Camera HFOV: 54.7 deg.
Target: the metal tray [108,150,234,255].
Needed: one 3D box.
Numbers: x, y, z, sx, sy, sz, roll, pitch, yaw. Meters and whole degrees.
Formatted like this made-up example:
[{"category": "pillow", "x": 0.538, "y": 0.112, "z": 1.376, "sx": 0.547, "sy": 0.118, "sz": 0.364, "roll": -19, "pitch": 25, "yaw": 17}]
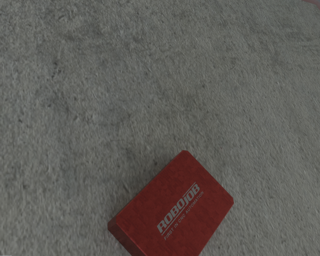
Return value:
[{"category": "metal tray", "x": 0.018, "y": 0.096, "z": 0.353, "sx": 0.090, "sy": 0.030, "sz": 0.131, "roll": 47, "pitch": 51, "yaw": 4}]
